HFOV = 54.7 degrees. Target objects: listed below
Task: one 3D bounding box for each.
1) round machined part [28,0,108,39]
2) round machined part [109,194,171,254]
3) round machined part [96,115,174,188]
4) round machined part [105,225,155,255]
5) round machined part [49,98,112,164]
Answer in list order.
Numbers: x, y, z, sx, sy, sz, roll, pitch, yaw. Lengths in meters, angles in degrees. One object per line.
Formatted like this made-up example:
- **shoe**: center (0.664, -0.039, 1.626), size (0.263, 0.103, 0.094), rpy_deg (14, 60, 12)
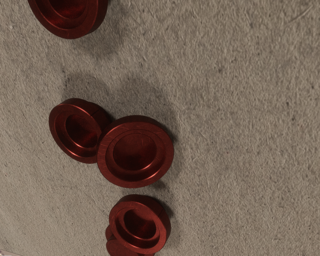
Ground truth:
- **round machined part**: center (-0.100, -0.155, 0.351), size (0.098, 0.042, 0.097), rpy_deg (13, 124, 20)
- **round machined part**: center (-0.028, 0.147, 0.494), size (0.098, 0.042, 0.097), rpy_deg (8, 113, 20)
- **round machined part**: center (-0.034, 0.027, 0.409), size (0.099, 0.042, 0.097), rpy_deg (-5, 115, -11)
- **round machined part**: center (-0.056, 0.208, 0.552), size (0.098, 0.042, 0.097), rpy_deg (13, 124, 20)
- **round machined part**: center (-0.108, 0.000, 0.450), size (0.098, 0.042, 0.097), rpy_deg (14, 124, 21)
